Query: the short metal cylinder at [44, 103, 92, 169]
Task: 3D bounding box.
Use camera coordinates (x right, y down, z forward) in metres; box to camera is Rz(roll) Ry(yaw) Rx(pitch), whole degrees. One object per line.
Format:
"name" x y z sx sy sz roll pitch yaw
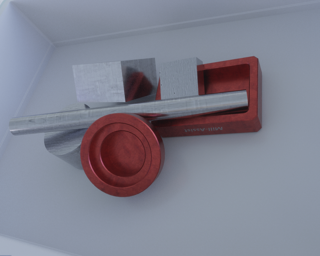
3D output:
"short metal cylinder" -0.114 0.012 0.437 0.080 0.050 0.080 -13 56 20

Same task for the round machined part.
"round machined part" -0.042 0.030 0.374 0.098 0.042 0.097 1 95 13

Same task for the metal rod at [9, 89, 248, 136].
"metal rod" -0.047 -0.017 0.384 0.301 0.025 0.025 -6 59 12

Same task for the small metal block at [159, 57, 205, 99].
"small metal block" 0.028 -0.060 0.397 0.050 0.025 0.050 -5 86 26

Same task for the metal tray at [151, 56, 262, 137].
"metal tray" 0.059 -0.037 0.391 0.130 0.030 0.090 -4 60 25

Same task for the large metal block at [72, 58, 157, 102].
"large metal block" -0.060 -0.067 0.430 0.080 0.080 0.050 3 105 30
